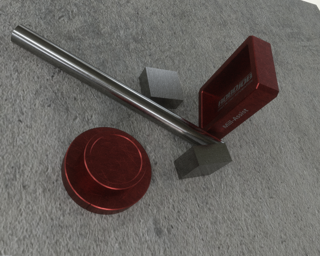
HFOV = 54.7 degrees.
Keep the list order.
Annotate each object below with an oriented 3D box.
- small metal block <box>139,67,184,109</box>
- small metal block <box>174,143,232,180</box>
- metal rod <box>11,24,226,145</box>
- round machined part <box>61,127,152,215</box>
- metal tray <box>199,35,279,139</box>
[{"bbox_3d":[0.001,-0.056,0.440,0.050,0.025,0.050,4,60,-27],"label":"small metal block"},{"bbox_3d":[0.053,0.042,0.392,0.050,0.050,0.025,-3,64,-30],"label":"small metal block"},{"bbox_3d":[-0.046,-0.043,0.403,0.301,0.025,0.025,30,52,-9],"label":"metal rod"},{"bbox_3d":[-0.054,0.041,0.340,0.099,0.042,0.098,14,56,-21],"label":"round machined part"},{"bbox_3d":[0.099,-0.049,0.422,0.030,0.129,0.090,18,55,-19],"label":"metal tray"}]
